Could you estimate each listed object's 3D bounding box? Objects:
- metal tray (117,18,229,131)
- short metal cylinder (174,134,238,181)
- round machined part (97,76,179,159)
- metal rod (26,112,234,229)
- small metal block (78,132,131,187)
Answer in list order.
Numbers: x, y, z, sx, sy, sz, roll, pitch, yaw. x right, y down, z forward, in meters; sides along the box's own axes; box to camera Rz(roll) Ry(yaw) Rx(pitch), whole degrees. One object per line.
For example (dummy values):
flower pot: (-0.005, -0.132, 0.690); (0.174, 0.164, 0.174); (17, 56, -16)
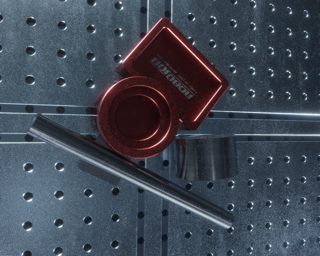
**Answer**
metal tray: (0.020, -0.069, 0.418); (0.130, 0.030, 0.090); (42, 76, -15)
short metal cylinder: (0.059, 0.036, 0.405); (0.081, 0.080, 0.050); (-4, 92, -20)
round machined part: (-0.029, -0.013, 0.385); (0.099, 0.042, 0.097); (0, 90, -18)
metal rod: (-0.017, 0.065, 0.386); (0.301, 0.025, 0.025); (32, 80, -26)
small metal block: (-0.067, 0.038, 0.389); (0.050, 0.025, 0.050); (30, 80, -18)
